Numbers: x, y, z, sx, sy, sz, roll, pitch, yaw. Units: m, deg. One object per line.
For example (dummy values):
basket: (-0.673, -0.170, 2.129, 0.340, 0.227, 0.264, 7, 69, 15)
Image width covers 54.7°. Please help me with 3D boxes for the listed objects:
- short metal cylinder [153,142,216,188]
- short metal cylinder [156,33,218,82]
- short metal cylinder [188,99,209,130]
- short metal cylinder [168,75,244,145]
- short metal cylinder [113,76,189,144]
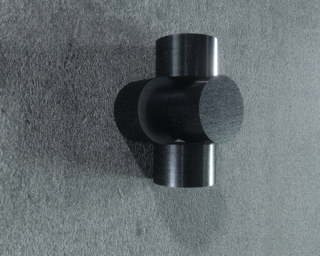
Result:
short metal cylinder: (0.032, 0.044, 0.400, 0.081, 0.080, 0.050, 0, 90, -40)
short metal cylinder: (0.035, -0.086, 0.402, 0.081, 0.080, 0.050, 0, 91, -40)
short metal cylinder: (0.052, -0.022, 0.435, 0.081, 0.050, 0.079, 0, 90, -40)
short metal cylinder: (0.056, -0.021, 0.373, 0.081, 0.050, 0.079, 0, 90, -40)
short metal cylinder: (-0.010, -0.021, 0.383, 0.081, 0.050, 0.079, 0, 90, -40)
